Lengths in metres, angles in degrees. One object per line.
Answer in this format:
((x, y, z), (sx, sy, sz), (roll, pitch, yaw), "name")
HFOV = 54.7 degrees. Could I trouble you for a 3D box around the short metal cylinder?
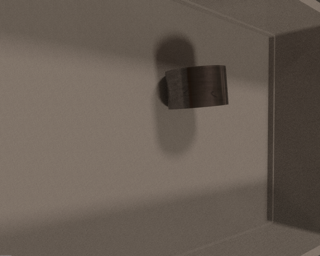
((0.049, -0.053, 0.414), (0.081, 0.080, 0.050), (-9, 96, -40), "short metal cylinder")
